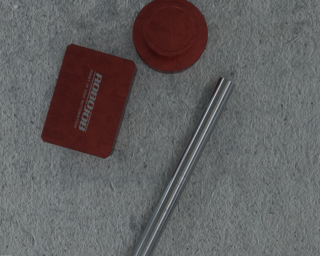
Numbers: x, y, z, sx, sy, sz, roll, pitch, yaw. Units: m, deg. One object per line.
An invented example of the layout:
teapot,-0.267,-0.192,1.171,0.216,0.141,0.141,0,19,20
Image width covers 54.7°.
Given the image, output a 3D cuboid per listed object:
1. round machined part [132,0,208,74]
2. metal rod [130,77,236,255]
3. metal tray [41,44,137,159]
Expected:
round machined part,0.013,-0.122,0.402,0.099,0.042,0.097,0,90,0
metal rod,0.022,0.073,0.410,0.025,0.025,0.299,26,90,0
metal tray,-0.091,-0.034,0.407,0.090,0.030,0.129,16,90,0
